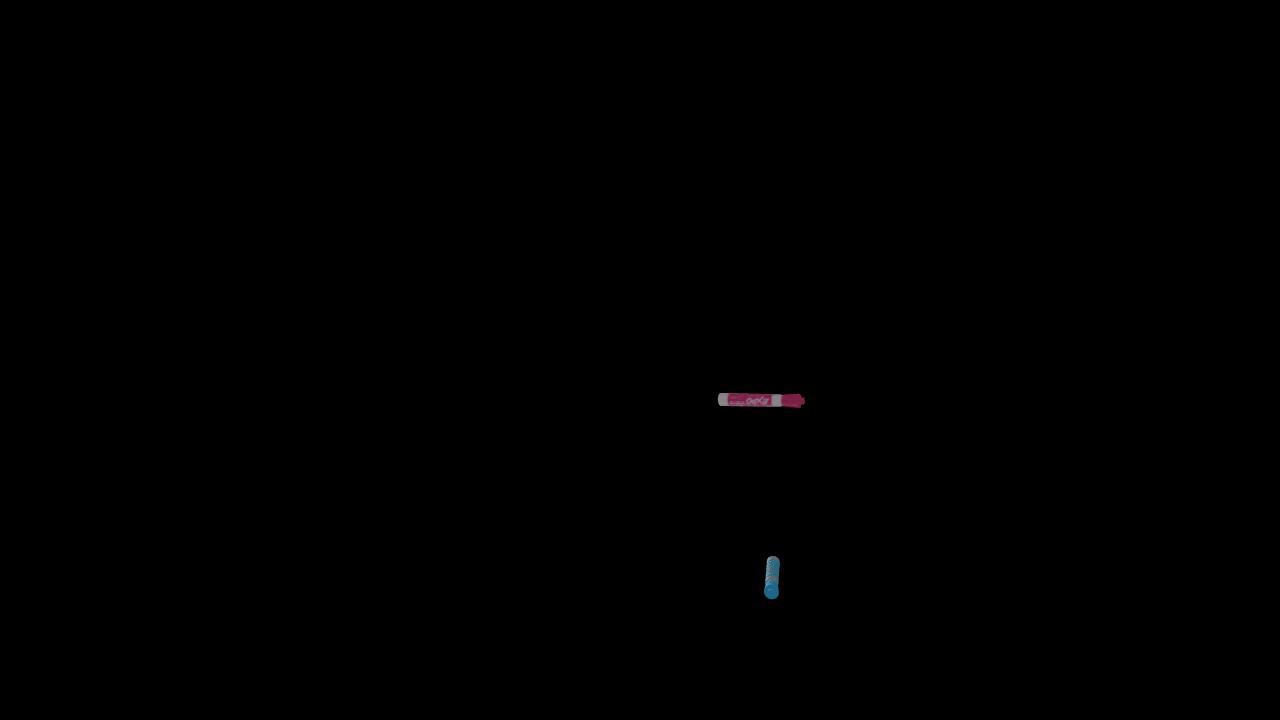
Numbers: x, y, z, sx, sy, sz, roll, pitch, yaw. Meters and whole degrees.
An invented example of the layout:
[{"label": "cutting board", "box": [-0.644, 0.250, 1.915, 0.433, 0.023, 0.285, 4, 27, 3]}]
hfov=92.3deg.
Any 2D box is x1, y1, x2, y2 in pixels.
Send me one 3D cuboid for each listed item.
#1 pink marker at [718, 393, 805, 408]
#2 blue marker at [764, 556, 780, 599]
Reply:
[{"label": "pink marker", "box": [0.165, 0.055, 0.841, 0.121, 0.020, 0.020, -1, -1, 33]}, {"label": "blue marker", "box": [0.181, 0.297, 0.841, 0.020, 0.020, 0.121, 0, 1, 13]}]
